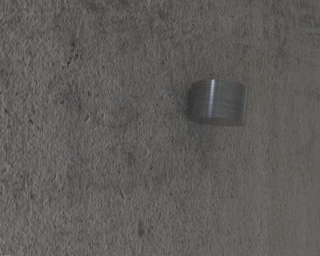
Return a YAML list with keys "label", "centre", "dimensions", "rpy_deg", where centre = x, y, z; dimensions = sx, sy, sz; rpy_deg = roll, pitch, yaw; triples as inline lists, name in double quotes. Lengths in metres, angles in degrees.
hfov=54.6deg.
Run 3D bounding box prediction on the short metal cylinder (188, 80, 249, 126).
- label: "short metal cylinder"
  centre: [0.082, -0.033, 0.436]
  dimensions: [0.081, 0.080, 0.050]
  rpy_deg: [12, 83, -39]
